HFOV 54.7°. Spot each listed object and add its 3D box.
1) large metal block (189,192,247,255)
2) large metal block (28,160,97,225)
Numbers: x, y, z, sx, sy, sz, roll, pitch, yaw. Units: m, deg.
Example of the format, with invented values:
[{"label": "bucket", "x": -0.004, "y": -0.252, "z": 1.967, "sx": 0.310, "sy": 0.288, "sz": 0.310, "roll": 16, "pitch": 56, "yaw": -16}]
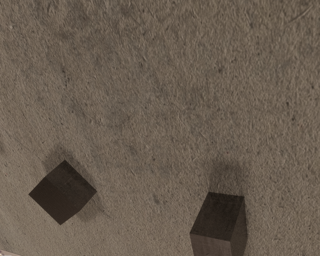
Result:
[{"label": "large metal block", "x": 0.083, "y": 0.146, "z": 0.417, "sx": 0.050, "sy": 0.080, "sz": 0.079, "roll": 2, "pitch": 120, "yaw": 27}, {"label": "large metal block", "x": -0.173, "y": 0.116, "z": 0.551, "sx": 0.080, "sy": 0.050, "sz": 0.080, "roll": 46, "pitch": 129, "yaw": -5}]
